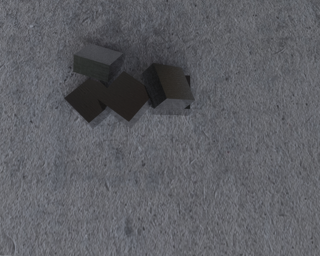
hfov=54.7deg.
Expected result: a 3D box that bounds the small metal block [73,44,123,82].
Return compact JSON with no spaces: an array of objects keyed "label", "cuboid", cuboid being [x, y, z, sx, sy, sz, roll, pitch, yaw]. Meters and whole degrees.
[{"label":"small metal block","cuboid":[-0.085,-0.091,0.429,0.050,0.025,0.050,18,34,6]}]

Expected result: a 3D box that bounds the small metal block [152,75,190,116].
[{"label":"small metal block","cuboid":[0.015,-0.045,0.426,0.050,0.025,0.050,2,70,0]}]

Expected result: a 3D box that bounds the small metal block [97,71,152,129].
[{"label":"small metal block","cuboid":[-0.042,-0.036,0.394,0.050,0.025,0.050,36,74,12]}]

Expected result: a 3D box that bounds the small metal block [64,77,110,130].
[{"label":"small metal block","cuboid":[-0.091,-0.035,0.421,0.050,0.025,0.050,-43,76,-14]}]

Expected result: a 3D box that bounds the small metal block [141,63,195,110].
[{"label":"small metal block","cuboid":[0.011,-0.051,0.388,0.050,0.025,0.050,-1,64,-44]}]
